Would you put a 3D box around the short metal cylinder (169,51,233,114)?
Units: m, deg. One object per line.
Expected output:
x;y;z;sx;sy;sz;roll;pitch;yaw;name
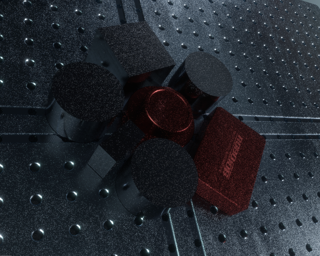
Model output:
0.061;-0.067;0.465;0.081;0.050;0.080;14;56;-21;short metal cylinder

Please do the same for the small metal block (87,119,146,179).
-0.049;0.024;0.350;0.025;0.050;0.050;45;51;2;small metal block

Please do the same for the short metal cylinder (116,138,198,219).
-0.004;0.058;0.353;0.081;0.050;0.080;14;56;-21;short metal cylinder

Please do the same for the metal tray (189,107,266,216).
0.090;0.041;0.426;0.090;0.030;0.130;35;51;-5;metal tray

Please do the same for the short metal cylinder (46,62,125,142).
-0.088;-0.030;0.362;0.081;0.050;0.080;14;56;-21;short metal cylinder

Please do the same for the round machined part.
0.003;-0.016;0.407;0.099;0.042;0.098;14;56;-21;round machined part

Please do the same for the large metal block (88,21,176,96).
-0.039;-0.096;0.430;0.081;0.050;0.080;-24;75;-36;large metal block
